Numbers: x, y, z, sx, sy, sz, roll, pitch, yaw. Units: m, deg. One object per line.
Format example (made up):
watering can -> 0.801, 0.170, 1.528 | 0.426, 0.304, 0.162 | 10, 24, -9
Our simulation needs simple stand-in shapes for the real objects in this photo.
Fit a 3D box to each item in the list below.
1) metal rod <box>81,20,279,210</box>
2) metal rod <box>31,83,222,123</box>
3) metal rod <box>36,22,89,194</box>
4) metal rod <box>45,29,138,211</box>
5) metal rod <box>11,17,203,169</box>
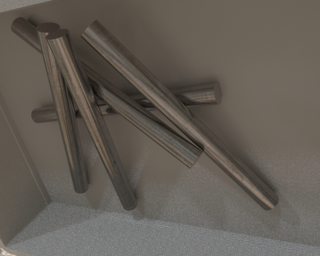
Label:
metal rod -> 0.033, -0.005, 0.358 | 0.300, 0.025, 0.025 | 43, 130, -13
metal rod -> -0.065, -0.029, 0.423 | 0.300, 0.025, 0.025 | -4, 117, 29
metal rod -> -0.130, -0.003, 0.442 | 0.025, 0.025, 0.298 | 20, 136, 16
metal rod -> -0.078, 0.014, 0.418 | 0.025, 0.025, 0.298 | 7, 134, 24
metal rod -> -0.075, -0.051, 0.389 | 0.300, 0.025, 0.025 | 37, 129, 12
